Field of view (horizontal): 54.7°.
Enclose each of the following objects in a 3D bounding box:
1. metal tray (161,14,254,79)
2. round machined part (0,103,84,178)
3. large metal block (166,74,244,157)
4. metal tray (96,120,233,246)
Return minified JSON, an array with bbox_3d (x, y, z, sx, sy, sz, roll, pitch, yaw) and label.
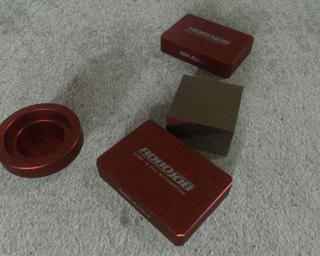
[{"bbox_3d":[0.078,-0.141,0.519,0.130,0.030,0.090,28,55,21],"label":"metal tray"},{"bbox_3d":[-0.142,0.019,0.374,0.099,0.042,0.098,0,50,0],"label":"round machined part"},{"bbox_3d":[0.058,-0.018,0.403,0.080,0.050,0.080,14,51,11],"label":"large metal block"},{"bbox_3d":[0.003,0.056,0.353,0.130,0.030,0.090,36,58,26],"label":"metal tray"}]
